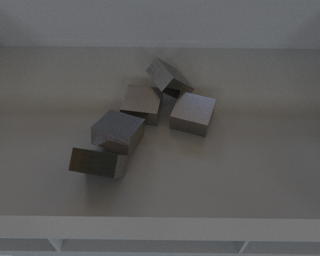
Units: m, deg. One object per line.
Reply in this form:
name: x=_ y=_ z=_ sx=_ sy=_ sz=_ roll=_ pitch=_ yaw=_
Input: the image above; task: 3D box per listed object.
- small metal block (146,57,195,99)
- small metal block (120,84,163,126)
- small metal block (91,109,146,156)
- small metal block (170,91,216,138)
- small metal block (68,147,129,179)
small metal block: x=0.015 y=-0.069 z=0.445 sx=0.050 sy=0.025 sz=0.050 roll=18 pitch=31 yaw=-48
small metal block: x=-0.024 y=-0.032 z=0.432 sx=0.050 sy=0.025 sz=0.050 roll=7 pitch=50 yaw=6
small metal block: x=-0.052 y=0.004 z=0.391 sx=0.050 sy=0.025 sz=0.050 roll=16 pitch=33 yaw=13
small metal block: x=0.045 y=-0.019 z=0.422 sx=0.050 sy=0.025 sz=0.050 roll=15 pitch=51 yaw=12
small metal block: x=-0.068 y=0.039 z=0.352 sx=0.050 sy=0.050 sz=0.025 roll=9 pitch=85 yaw=7
